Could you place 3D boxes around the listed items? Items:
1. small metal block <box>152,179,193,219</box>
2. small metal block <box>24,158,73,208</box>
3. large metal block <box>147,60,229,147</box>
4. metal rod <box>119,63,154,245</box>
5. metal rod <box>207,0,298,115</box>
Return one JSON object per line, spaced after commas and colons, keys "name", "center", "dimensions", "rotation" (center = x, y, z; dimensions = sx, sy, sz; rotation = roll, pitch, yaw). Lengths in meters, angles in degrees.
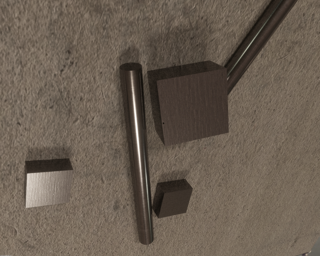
{"name": "small metal block", "center": [0.019, 0.111, 0.488], "dimensions": [0.050, 0.025, 0.050], "rotation": [-3, 120, -27]}
{"name": "small metal block", "center": [-0.135, 0.066, 0.374], "dimensions": [0.050, 0.025, 0.050], "rotation": [-1, 119, -29]}
{"name": "large metal block", "center": [0.034, -0.032, 0.374], "dimensions": [0.081, 0.050, 0.079], "rotation": [-12, 114, -10]}
{"name": "metal rod", "center": [-0.027, 0.056, 0.427], "dimensions": [0.025, 0.025, 0.298], "rotation": [-16, 125, -20]}
{"name": "metal rod", "center": [0.132, -0.122, 0.405], "dimensions": [0.025, 0.025, 0.299], "rotation": [27, 104, -38]}
